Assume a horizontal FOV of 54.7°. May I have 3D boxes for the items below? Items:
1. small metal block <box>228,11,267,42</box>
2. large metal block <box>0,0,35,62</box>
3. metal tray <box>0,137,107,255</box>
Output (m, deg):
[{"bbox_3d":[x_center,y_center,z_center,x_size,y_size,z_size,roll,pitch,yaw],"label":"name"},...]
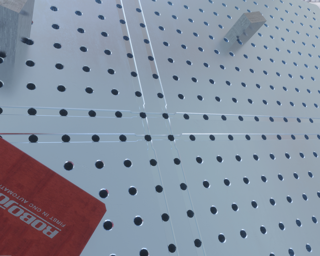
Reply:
[{"bbox_3d":[0.170,-0.198,0.604,0.050,0.050,0.025,-21,73,-36],"label":"small metal block"},{"bbox_3d":[-0.193,-0.132,0.349,0.080,0.080,0.050,21,54,-16],"label":"large metal block"},{"bbox_3d":[-0.128,0.079,0.287,0.130,0.030,0.090,35,51,-6],"label":"metal tray"}]
